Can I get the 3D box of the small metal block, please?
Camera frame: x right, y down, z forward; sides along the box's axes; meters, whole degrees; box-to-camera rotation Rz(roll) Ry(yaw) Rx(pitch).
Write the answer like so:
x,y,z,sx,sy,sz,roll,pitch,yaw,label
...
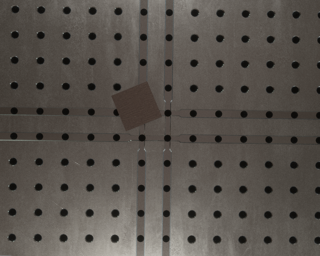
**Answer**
x,y,z,sx,sy,sz,roll,pitch,yaw,label
-0.030,-0.028,0.413,0.050,0.025,0.050,-22,90,-1,small metal block
